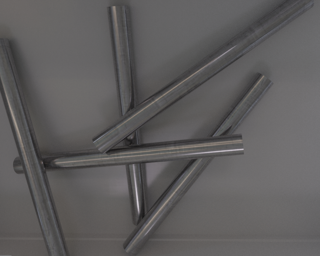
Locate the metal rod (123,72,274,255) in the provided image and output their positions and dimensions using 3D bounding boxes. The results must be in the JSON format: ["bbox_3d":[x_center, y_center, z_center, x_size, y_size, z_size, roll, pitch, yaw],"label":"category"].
[{"bbox_3d":[0.045,0.055,0.417,0.025,0.025,0.299,34,101,-12],"label":"metal rod"}]

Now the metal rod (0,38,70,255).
[{"bbox_3d":[-0.164,0.039,0.393,0.025,0.025,0.298,-12,98,4],"label":"metal rod"}]

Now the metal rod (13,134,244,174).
[{"bbox_3d":[-0.049,0.035,0.397,0.301,0.025,0.025,-6,110,12],"label":"metal rod"}]

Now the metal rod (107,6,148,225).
[{"bbox_3d":[-0.039,-0.001,0.410,0.025,0.025,0.298,-4,110,1],"label":"metal rod"}]

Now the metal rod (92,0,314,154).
[{"bbox_3d":[0.046,-0.064,0.371,0.300,0.025,0.025,-35,107,5],"label":"metal rod"}]
